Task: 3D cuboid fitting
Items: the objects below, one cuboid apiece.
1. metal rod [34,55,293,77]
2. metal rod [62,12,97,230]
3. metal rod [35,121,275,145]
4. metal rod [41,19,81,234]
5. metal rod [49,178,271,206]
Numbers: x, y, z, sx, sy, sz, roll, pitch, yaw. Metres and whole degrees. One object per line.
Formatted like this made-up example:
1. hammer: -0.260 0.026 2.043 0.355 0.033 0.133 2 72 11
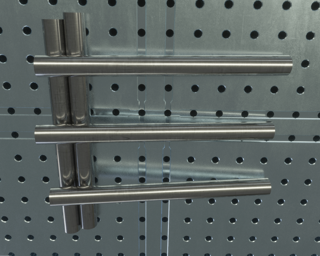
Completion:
1. metal rod: 0.009 -0.074 0.371 0.302 0.025 0.025 -1 110 -7
2. metal rod: -0.104 0.005 0.413 0.025 0.025 0.298 1 110 -1
3. metal rod: -0.001 0.006 0.399 0.302 0.025 0.025 -1 110 -7
4. metal rod: -0.129 0.012 0.415 0.025 0.025 0.298 1 110 -1
5. metal rod: 0.005 0.088 0.430 0.302 0.025 0.025 -1 110 -7
